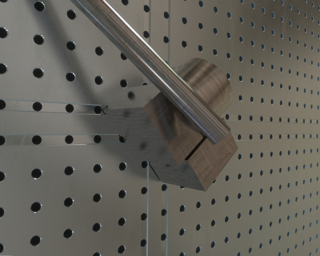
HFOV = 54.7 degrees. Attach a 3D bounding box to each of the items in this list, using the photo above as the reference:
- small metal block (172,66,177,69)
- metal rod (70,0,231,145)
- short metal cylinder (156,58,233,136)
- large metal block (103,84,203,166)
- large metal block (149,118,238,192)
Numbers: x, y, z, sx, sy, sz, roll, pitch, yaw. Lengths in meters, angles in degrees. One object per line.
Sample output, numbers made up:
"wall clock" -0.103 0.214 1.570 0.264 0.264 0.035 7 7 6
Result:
"small metal block" 0.017 -0.049 0.426 0.050 0.025 0.050 -49 120 -29
"metal rod" -0.041 -0.096 0.308 0.300 0.025 0.025 45 61 -7
"short metal cylinder" 0.040 -0.037 0.375 0.050 0.080 0.080 -44 117 -31
"large metal block" -0.009 -0.005 0.369 0.050 0.080 0.080 -45 118 -31
"large metal block" 0.041 0.031 0.408 0.080 0.080 0.050 -45 118 -31
